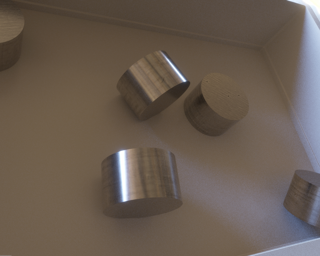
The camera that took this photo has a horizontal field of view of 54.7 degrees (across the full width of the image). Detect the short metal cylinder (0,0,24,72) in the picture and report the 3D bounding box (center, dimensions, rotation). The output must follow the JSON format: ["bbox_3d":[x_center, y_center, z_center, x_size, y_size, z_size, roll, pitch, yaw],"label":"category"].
[{"bbox_3d":[-0.199,-0.109,0.349,0.081,0.050,0.080,14,56,-21],"label":"short metal cylinder"}]

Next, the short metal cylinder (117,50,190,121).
[{"bbox_3d":[-0.008,-0.054,0.400,0.081,0.080,0.050,-29,78,-38],"label":"short metal cylinder"}]

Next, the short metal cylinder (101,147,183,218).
[{"bbox_3d":[-0.020,0.060,0.324,0.081,0.080,0.050,6,59,-26],"label":"short metal cylinder"}]

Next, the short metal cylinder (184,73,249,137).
[{"bbox_3d":[0.082,-0.034,0.457,0.081,0.050,0.080,14,56,-21],"label":"short metal cylinder"}]

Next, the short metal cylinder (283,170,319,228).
[{"bbox_3d":[0.218,0.097,0.424,0.080,0.050,0.080,14,12,-3],"label":"short metal cylinder"}]
